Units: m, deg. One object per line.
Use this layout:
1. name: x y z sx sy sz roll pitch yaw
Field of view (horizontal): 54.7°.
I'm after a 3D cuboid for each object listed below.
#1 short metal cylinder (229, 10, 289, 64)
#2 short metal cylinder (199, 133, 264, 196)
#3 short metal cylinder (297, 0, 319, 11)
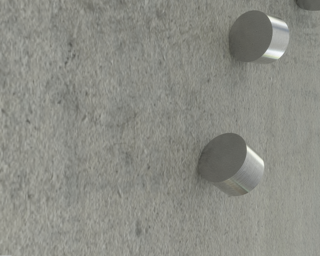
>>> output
1. short metal cylinder: 0.161 -0.146 0.506 0.050 0.080 0.079 -5 93 -40
2. short metal cylinder: 0.105 0.054 0.460 0.050 0.080 0.080 38 67 -34
3. short metal cylinder: 0.336 -0.291 0.654 0.081 0.080 0.050 14 81 -40
